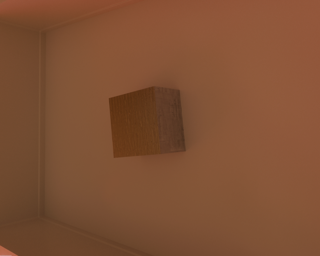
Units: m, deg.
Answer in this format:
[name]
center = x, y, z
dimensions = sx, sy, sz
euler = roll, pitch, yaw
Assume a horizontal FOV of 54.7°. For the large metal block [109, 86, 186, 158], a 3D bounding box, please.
[large metal block]
center = -0.018, -0.005, 0.403
dimensions = 0.080, 0.050, 0.080
euler = -9, 84, 39
